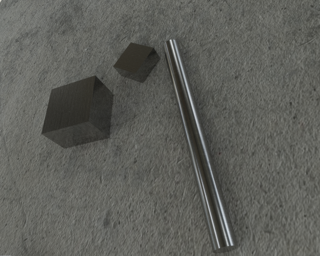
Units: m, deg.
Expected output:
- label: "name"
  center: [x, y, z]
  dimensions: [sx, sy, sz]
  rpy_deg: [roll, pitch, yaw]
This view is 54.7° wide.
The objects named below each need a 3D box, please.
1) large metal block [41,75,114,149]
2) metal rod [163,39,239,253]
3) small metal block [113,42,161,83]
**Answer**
- label: "large metal block"
  center: [-0.120, -0.022, 0.463]
  dimensions: [0.080, 0.050, 0.080]
  rpy_deg: [-13, 56, 20]
- label: "metal rod"
  center: [0.040, -0.004, 0.383]
  dimensions: [0.025, 0.025, 0.299]
  rpy_deg: [-22, 54, 15]
- label: "small metal block"
  center: [-0.036, -0.103, 0.484]
  dimensions: [0.050, 0.025, 0.050]
  rpy_deg: [24, 74, 36]
